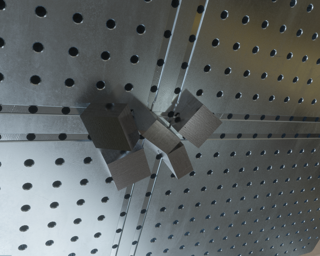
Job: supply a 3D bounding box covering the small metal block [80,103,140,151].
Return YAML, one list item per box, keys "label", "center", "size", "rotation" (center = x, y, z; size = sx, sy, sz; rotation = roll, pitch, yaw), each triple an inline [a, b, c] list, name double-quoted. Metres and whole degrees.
- label: "small metal block"
  center: [-0.057, -0.001, 0.360]
  size: [0.025, 0.050, 0.050]
  rotation: [-62, 145, -43]

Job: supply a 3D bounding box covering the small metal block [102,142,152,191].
- label: "small metal block"
  center: [-0.044, 0.049, 0.417]
  size: [0.050, 0.025, 0.050]
  rotation: [-24, 127, -14]

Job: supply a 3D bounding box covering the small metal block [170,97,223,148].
- label: "small metal block"
  center: [0.051, -0.007, 0.434]
  size: [0.050, 0.025, 0.050]
  rotation: [-48, 129, 6]

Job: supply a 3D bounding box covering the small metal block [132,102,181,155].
- label: "small metal block"
  center: [-0.008, 0.000, 0.390]
  size: [0.025, 0.050, 0.050]
  rotation: [-47, 129, 4]

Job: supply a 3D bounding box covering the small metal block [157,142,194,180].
- label: "small metal block"
  center: [0.017, 0.034, 0.424]
  size: [0.025, 0.050, 0.050]
  rotation: [-30, 129, -9]
